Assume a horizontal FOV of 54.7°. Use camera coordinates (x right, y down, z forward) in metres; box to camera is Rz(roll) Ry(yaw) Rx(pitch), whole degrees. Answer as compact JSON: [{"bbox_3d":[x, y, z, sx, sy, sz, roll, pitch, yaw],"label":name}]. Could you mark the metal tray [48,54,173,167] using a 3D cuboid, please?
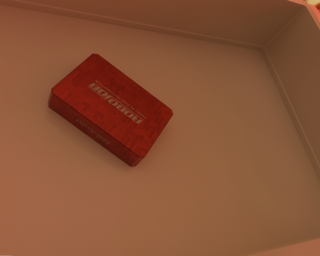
[{"bbox_3d":[-0.058,-0.025,0.387,0.130,0.030,0.090,37,51,-4],"label":"metal tray"}]
